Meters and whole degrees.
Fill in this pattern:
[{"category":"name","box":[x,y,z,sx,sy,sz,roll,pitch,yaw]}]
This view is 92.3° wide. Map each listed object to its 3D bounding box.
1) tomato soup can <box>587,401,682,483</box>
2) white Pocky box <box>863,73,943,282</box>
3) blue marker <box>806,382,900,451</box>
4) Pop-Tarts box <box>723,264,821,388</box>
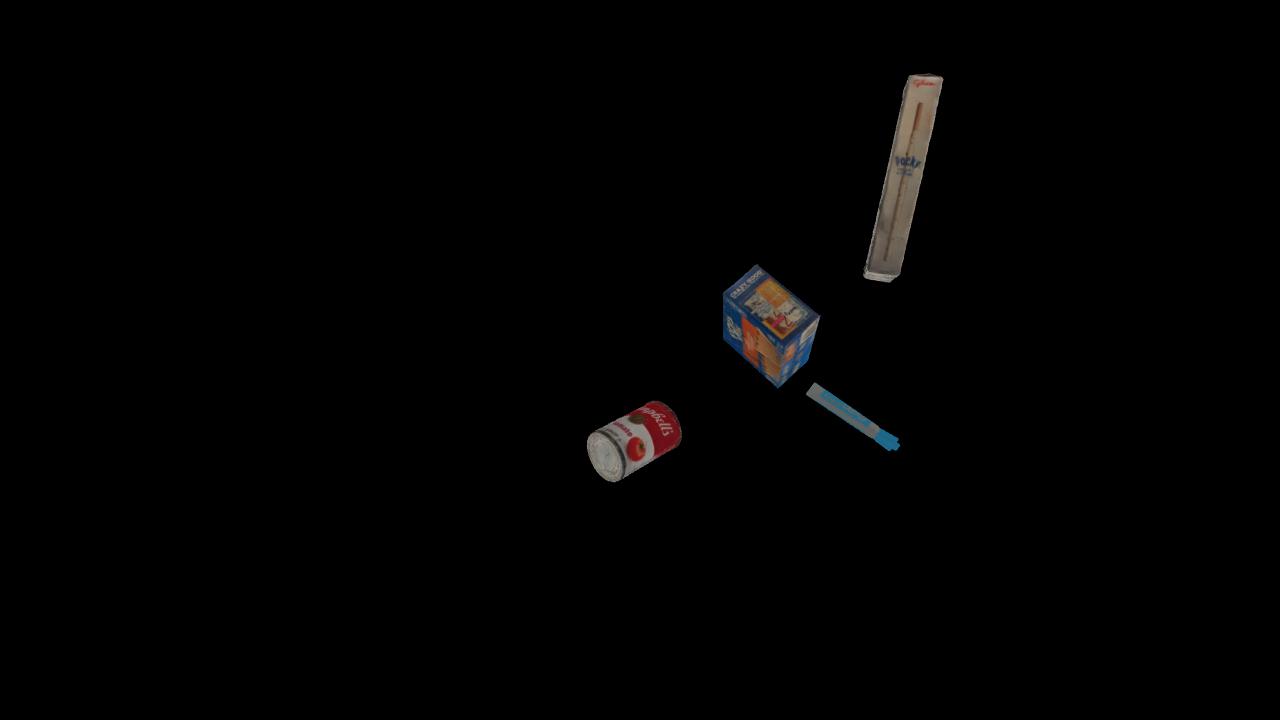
[{"category":"tomato soup can","box":[-0.007,0.099,0.756,0.101,0.068,0.068,-24,15,-38]},{"category":"white Pocky box","box":[0.217,-0.144,0.514,0.028,0.154,0.084,13,8,18]},{"category":"blue marker","box":[0.254,0.069,0.734,0.121,0.020,0.020,36,10,14]},{"category":"Pop-Tarts box","box":[0.217,-0.053,1.045,0.083,0.141,0.167,-39,-24,-12]}]
